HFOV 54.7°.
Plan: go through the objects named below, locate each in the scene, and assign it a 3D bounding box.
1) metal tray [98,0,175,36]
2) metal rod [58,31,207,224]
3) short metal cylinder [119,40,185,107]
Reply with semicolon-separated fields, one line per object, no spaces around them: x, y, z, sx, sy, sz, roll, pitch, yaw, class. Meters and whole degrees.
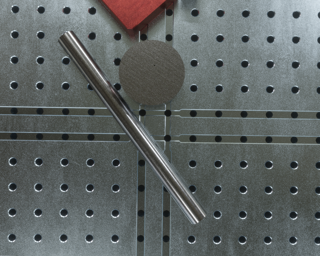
-0.048;-0.201;0.410;0.090;0.030;0.130;-42;91;0;metal tray
-0.036;0.000;0.412;0.025;0.025;0.299;-36;90;0;metal rod
-0.010;-0.068;0.401;0.081;0.050;0.079;0;90;-1;short metal cylinder
